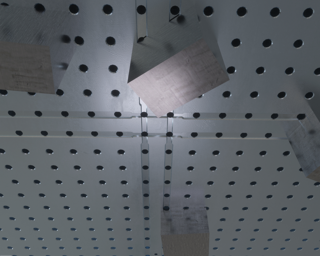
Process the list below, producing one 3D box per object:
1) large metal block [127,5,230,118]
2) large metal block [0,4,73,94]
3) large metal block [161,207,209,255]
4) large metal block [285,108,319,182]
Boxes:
[{"bbox_3d":[0.017,-0.068,0.317,0.080,0.080,0.050,-28,125,21],"label":"large metal block"},{"bbox_3d":[-0.137,-0.080,0.306,0.080,0.080,0.050,5,130,-4],"label":"large metal block"},{"bbox_3d":[0.045,0.189,0.556,0.080,0.050,0.080,-4,130,3],"label":"large metal block"},{"bbox_3d":[0.224,0.030,0.403,0.080,0.080,0.050,20,127,-17],"label":"large metal block"}]
